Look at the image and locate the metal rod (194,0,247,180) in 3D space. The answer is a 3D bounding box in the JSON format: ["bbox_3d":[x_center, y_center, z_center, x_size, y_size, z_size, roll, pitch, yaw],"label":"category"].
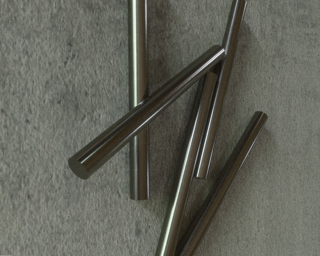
[{"bbox_3d":[0.095,-0.068,0.486,0.025,0.025,0.299,25,74,-38],"label":"metal rod"}]

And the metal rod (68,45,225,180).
[{"bbox_3d":[0.007,-0.040,0.383,0.302,0.025,0.025,-43,117,-41],"label":"metal rod"}]

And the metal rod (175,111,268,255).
[{"bbox_3d":[0.103,0.086,0.494,0.025,0.025,0.301,52,59,-28],"label":"metal rod"}]

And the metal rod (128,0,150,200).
[{"bbox_3d":[-0.026,-0.062,0.384,0.025,0.025,0.298,-1,91,-40],"label":"metal rod"}]

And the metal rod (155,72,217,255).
[{"bbox_3d":[0.036,0.061,0.437,0.025,0.025,0.299,25,74,-38],"label":"metal rod"}]
